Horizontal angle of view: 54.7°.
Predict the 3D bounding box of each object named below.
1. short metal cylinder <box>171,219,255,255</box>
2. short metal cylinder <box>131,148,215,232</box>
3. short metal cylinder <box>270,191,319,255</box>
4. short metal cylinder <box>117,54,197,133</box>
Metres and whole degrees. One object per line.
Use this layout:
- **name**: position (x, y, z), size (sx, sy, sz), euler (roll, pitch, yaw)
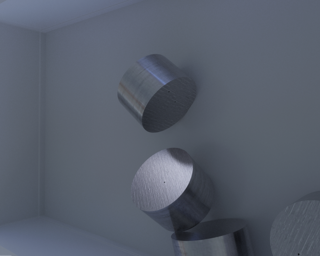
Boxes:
- **short metal cylinder**: position (0.056, 0.130, 0.322), size (0.080, 0.081, 0.050), euler (-17, 81, 38)
- **short metal cylinder**: position (0.014, 0.069, 0.352), size (0.080, 0.050, 0.080), euler (-25, 38, 22)
- **short metal cylinder**: position (0.145, 0.099, 0.270), size (0.080, 0.050, 0.079), euler (0, 90, 39)
- **short metal cylinder**: position (-0.003, -0.041, 0.372), size (0.050, 0.081, 0.080), euler (46, 117, 30)
